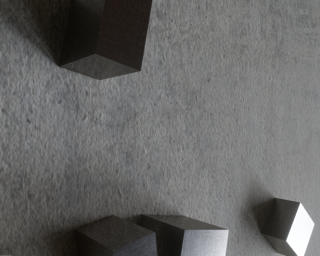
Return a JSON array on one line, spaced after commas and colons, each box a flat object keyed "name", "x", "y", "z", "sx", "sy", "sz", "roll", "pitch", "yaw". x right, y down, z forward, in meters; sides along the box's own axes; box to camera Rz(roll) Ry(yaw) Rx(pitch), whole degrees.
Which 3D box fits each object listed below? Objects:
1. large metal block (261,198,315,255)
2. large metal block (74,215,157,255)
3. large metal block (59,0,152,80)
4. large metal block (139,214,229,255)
[{"name": "large metal block", "x": 0.251, "y": 0.196, "z": 0.603, "sx": 0.080, "sy": 0.050, "sz": 0.080, "roll": 49, "pitch": 61, "yaw": -29}, {"name": "large metal block", "x": -0.046, "y": 0.148, "z": 0.332, "sx": 0.050, "sy": 0.080, "sz": 0.079, "roll": -9, "pitch": 96, "yaw": -40}, {"name": "large metal block", "x": -0.058, "y": -0.100, "z": 0.322, "sx": 0.050, "sy": 0.080, "sz": 0.080, "roll": 14, "pitch": 81, "yaw": -40}, {"name": "large metal block", "x": 0.027, "y": 0.145, "z": 0.394, "sx": 0.081, "sy": 0.080, "sz": 0.050, "roll": 16, "pitch": 80, "yaw": -39}]
